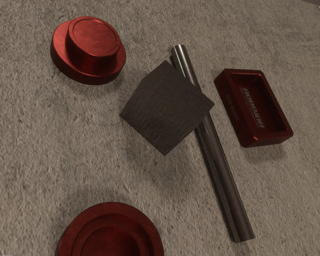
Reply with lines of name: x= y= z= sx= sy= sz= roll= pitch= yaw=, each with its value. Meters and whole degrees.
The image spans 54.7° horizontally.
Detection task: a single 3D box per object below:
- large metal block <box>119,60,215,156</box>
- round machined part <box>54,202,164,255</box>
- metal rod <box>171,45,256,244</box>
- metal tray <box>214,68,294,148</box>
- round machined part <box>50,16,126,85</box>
large metal block: x=0.007 y=-0.023 z=0.387 sx=0.080 sy=0.080 sz=0.050 roll=42 pitch=51 yaw=0
round machined part: x=-0.049 y=0.123 z=0.292 sx=0.099 sy=0.042 sz=0.098 roll=14 pitch=56 yaw=-21
metal rod: x=0.067 y=0.006 z=0.437 sx=0.025 sy=0.025 sz=0.299 roll=-2 pitch=63 yaw=-29
metal tray: x=0.152 y=-0.035 z=0.506 sx=0.091 sy=0.030 sz=0.130 roll=-4 pitch=64 yaw=-30
round machined part: x=-0.091 y=-0.109 z=0.411 sx=0.099 sy=0.042 sz=0.098 roll=14 pitch=56 yaw=-21
